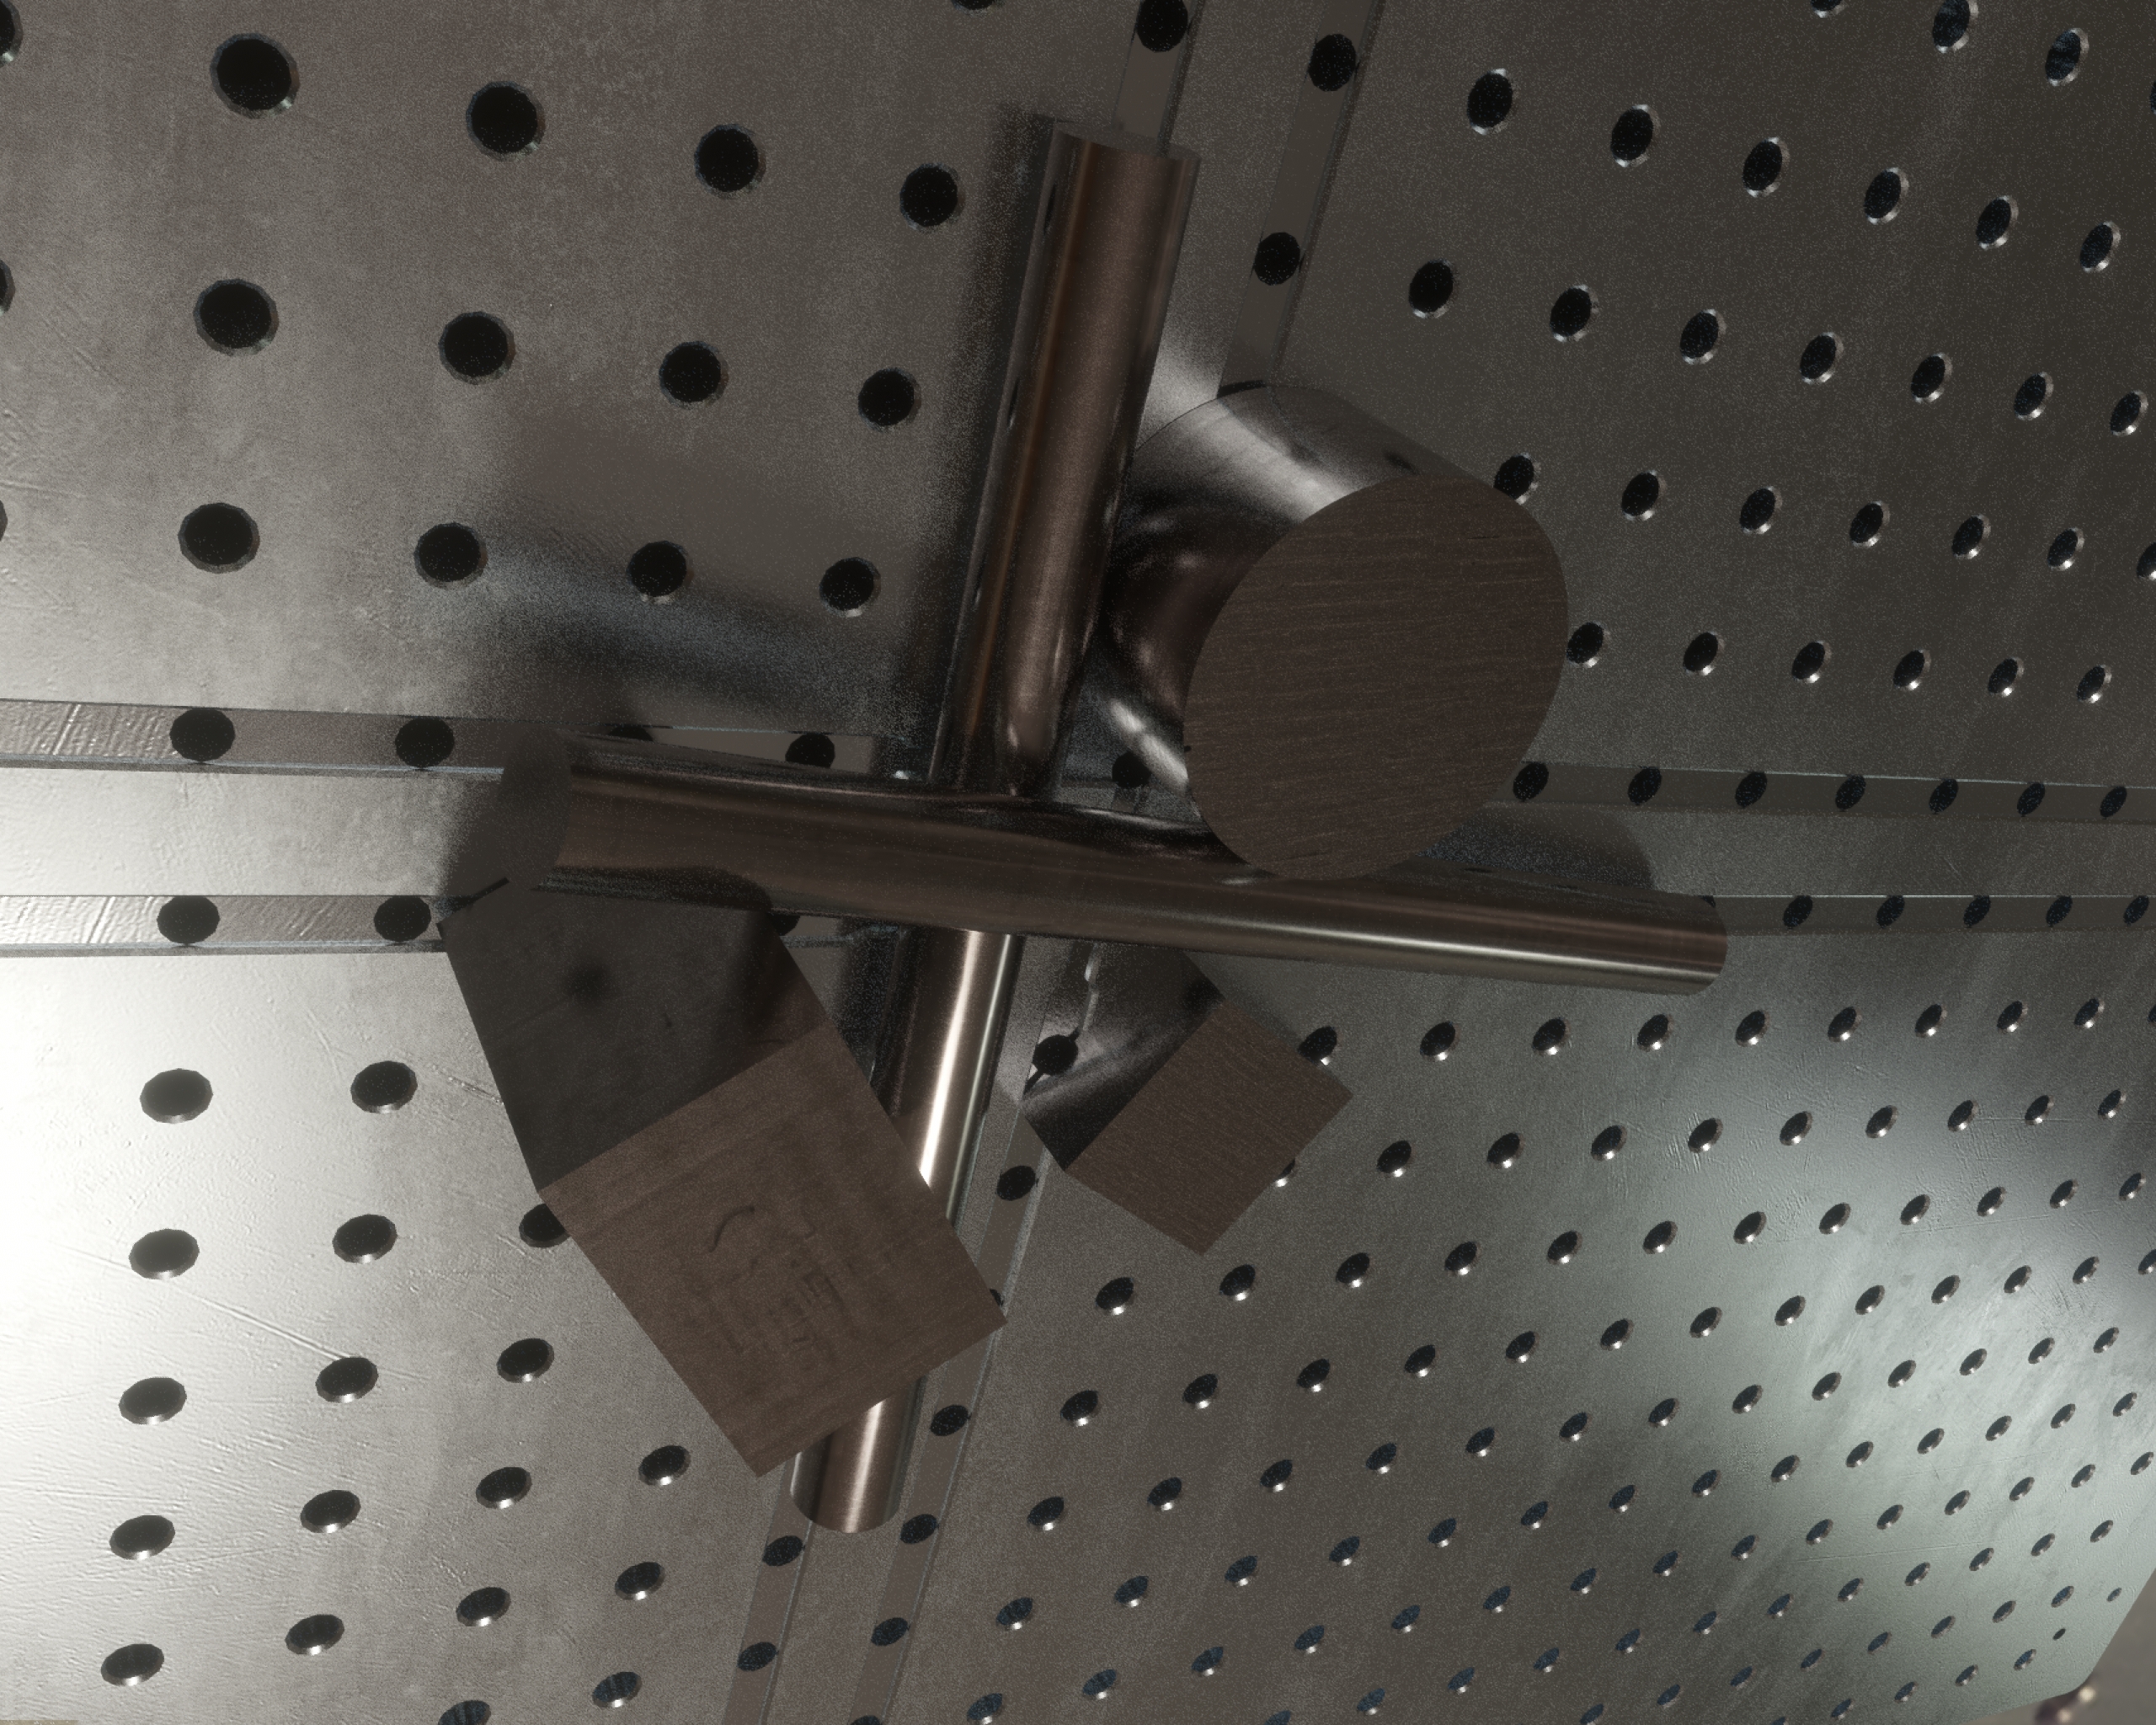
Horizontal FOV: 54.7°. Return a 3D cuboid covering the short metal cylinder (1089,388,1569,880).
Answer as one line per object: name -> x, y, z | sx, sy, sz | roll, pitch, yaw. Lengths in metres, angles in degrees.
short metal cylinder -> 0.044, -0.043, 0.394 | 0.081, 0.050, 0.079 | -14, 125, -21

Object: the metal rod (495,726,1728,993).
metal rod -> 0.033, 0.006, 0.410 | 0.302, 0.025, 0.025 | 7, 115, -40

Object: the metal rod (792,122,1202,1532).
metal rod -> -0.022, 0.012, 0.408 | 0.025, 0.025, 0.298 | -2, 119, -28

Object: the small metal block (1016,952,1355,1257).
small metal block -> 0.024, 0.052, 0.460 | 0.050, 0.025, 0.050 | -48, 129, 5

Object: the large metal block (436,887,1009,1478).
large metal block -> -0.063, 0.046, 0.369 | 0.050, 0.080, 0.080 | -31, 129, -9
